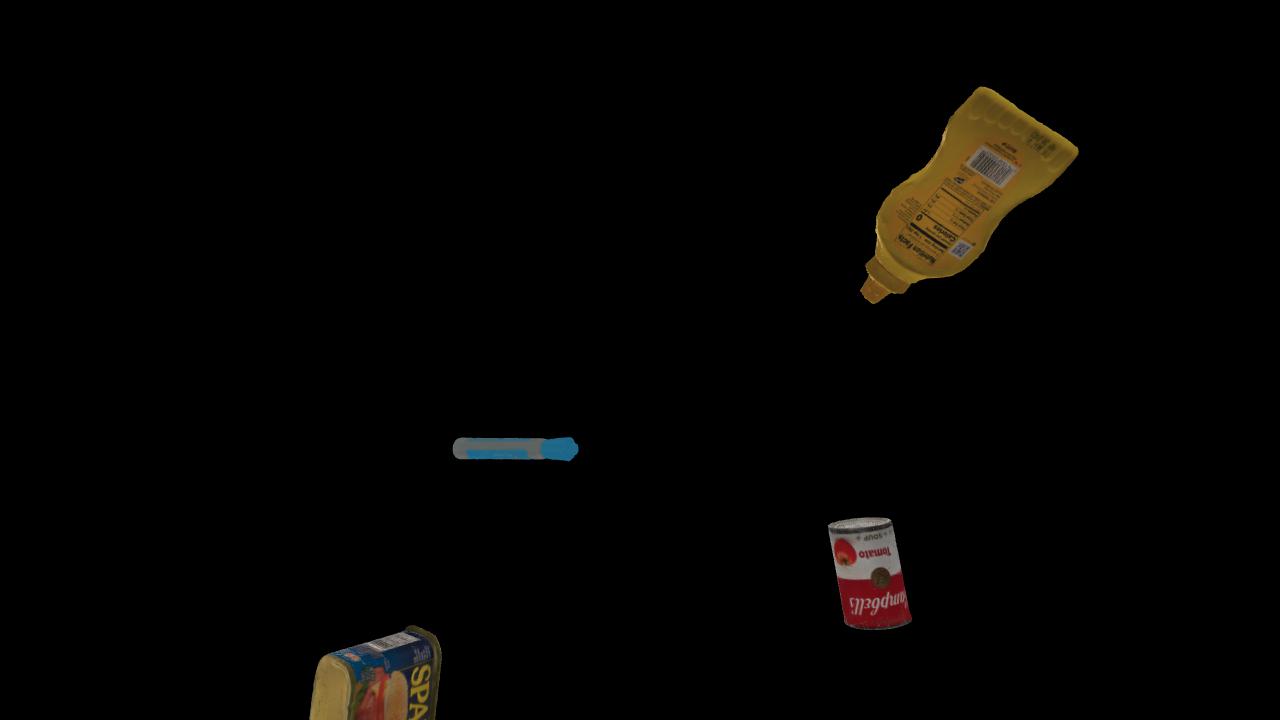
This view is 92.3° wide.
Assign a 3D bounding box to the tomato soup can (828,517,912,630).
[{"bbox_3d":[0.241,0.222,0.649,0.068,0.101,0.068,-7,-9,-1],"label":"tomato soup can"}]

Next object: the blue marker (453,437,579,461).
[{"bbox_3d":[-0.104,0.074,0.511,0.121,0.020,0.020,-4,-2,27],"label":"blue marker"}]

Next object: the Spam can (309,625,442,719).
[{"bbox_3d":[-0.222,0.287,0.515,0.058,0.101,0.085,1,-6,34],"label":"Spam can"}]

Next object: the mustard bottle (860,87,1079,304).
[{"bbox_3d":[0.249,-0.119,0.510,0.092,0.184,0.054,33,34,0],"label":"mustard bottle"}]
